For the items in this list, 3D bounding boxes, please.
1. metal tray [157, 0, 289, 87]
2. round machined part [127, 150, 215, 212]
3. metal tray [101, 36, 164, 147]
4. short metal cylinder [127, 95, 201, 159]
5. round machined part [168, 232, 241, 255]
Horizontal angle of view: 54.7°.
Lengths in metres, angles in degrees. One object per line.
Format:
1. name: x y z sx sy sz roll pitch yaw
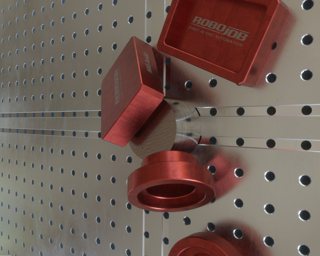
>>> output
1. metal tray: 0.064 -0.111 0.352 0.130 0.030 0.089 32 110 35
2. round machined part: 0.012 0.060 0.357 0.098 0.098 0.042 -31 46 35
3. metal tray: -0.041 -0.050 0.399 0.090 0.030 0.130 -49 32 28
4. short metal cylinder: 0.004 0.000 0.388 0.080 0.050 0.079 0 90 40
5. round machined part: 0.058 0.167 0.349 0.098 0.042 0.097 0 90 39
